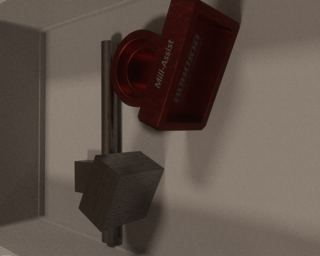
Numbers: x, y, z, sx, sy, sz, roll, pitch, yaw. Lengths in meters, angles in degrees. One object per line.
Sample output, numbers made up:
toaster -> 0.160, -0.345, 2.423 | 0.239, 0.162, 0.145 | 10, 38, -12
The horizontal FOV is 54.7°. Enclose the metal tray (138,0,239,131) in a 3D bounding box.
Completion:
metal tray -> 0.033, -0.062, 0.335 | 0.030, 0.091, 0.129 | 27, 107, 36

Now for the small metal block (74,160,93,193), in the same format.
small metal block -> -0.111, 0.078, 0.496 | 0.050, 0.025, 0.050 | -1, 89, 39

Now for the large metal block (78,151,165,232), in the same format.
large metal block -> -0.050, 0.080, 0.410 | 0.050, 0.081, 0.079 | 32, 110, 35

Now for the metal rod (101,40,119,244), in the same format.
metal rod -> -0.075, 0.020, 0.466 | 0.025, 0.025, 0.298 | 0, 90, 39

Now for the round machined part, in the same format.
round machined part -> -0.016, -0.075, 0.407 | 0.098, 0.042, 0.097 | 0, 90, 39
